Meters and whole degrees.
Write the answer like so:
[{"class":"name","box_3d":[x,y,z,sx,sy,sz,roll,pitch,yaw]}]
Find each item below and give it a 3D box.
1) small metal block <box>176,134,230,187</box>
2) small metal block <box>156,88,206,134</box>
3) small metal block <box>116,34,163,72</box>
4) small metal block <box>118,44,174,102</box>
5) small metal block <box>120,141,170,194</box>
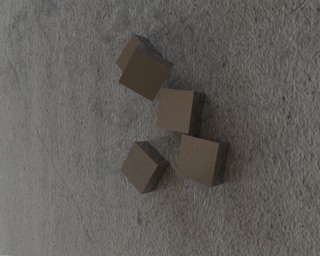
[{"class":"small metal block","box_3d":[0.050,0.036,0.364,0.050,0.025,0.050,14,99,39]},{"class":"small metal block","box_3d":[0.025,-0.022,0.384,0.050,0.025,0.050,11,97,39]},{"class":"small metal block","box_3d":[-0.028,-0.093,0.428,0.050,0.025,0.050,-51,60,27]},{"class":"small metal block","box_3d":[-0.018,-0.070,0.395,0.050,0.025,0.050,29,118,-6]},{"class":"small metal block","box_3d":[-0.021,0.053,0.423,0.050,0.025,0.050,42,116,31]}]
